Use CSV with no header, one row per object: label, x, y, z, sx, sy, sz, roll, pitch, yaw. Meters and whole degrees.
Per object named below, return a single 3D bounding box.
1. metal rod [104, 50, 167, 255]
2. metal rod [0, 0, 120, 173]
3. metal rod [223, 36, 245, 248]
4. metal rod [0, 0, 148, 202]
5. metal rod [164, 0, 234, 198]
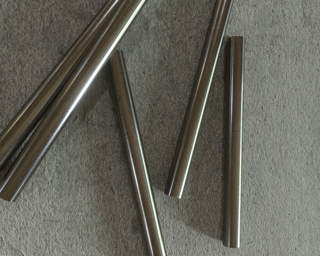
metal rod,-0.028,0.051,0.398,0.025,0.025,0.298,-14,95,-20
metal rod,-0.108,-0.074,0.368,0.025,0.025,0.300,38,78,-16
metal rod,0.107,0.019,0.448,0.025,0.025,0.298,2,90,-20
metal rod,-0.093,-0.051,0.358,0.025,0.025,0.299,34,85,-17
metal rod,0.057,-0.053,0.429,0.025,0.025,0.299,17,84,-19
